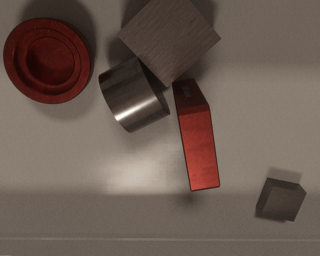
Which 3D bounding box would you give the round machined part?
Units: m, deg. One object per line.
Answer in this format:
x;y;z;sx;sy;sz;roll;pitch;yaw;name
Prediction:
-0.128;-0.081;0.371;0.099;0.042;0.097;0;110;-1;round machined part

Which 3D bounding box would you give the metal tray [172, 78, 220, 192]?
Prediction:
0.038;0.001;0.356;0.030;0.130;0.089;-10;110;3;metal tray

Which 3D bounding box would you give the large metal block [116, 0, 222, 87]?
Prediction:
0.009;-0.108;0.356;0.080;0.050;0.080;-41;108;13;large metal block

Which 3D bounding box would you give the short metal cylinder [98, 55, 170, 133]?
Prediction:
-0.029;-0.040;0.367;0.050;0.080;0.080;-27;108;9;short metal cylinder

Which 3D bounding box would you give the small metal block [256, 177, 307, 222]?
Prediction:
0.176;0.105;0.453;0.050;0.025;0.050;12;110;-5;small metal block
